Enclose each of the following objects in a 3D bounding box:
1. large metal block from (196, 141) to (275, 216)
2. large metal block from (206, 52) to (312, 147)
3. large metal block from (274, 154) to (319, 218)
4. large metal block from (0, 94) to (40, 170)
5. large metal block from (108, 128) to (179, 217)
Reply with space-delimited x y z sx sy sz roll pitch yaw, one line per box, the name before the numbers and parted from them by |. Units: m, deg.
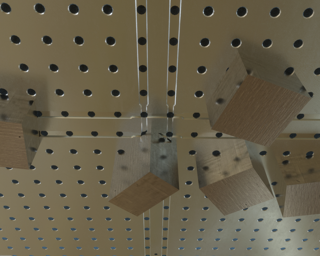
large metal block | 0.111 0.077 0.462 0.080 0.050 0.080 -27 125 21
large metal block | 0.112 -0.032 0.369 0.080 0.050 0.080 17 128 -14
large metal block | 0.224 0.088 0.472 0.080 0.050 0.080 -8 130 7
large metal block | -0.205 0.004 0.397 0.080 0.050 0.079 7 130 -6
large metal block | -0.022 0.061 0.427 0.050 0.080 0.080 36 121 -27
